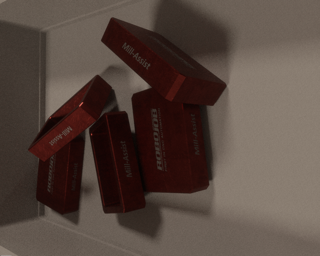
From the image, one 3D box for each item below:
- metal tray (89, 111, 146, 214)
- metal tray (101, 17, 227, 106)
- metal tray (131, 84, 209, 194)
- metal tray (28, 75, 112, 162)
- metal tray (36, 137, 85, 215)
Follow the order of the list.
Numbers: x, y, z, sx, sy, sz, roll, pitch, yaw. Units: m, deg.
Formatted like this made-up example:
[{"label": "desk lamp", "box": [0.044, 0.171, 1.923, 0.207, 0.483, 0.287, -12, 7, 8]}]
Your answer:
[{"label": "metal tray", "box": [-0.063, 0.051, 0.432, 0.090, 0.030, 0.129, -30, 70, 59]}, {"label": "metal tray", "box": [0.004, -0.076, 0.359, 0.130, 0.091, 0.030, 45, 117, 30]}, {"label": "metal tray", "box": [0.010, 0.013, 0.385, 0.090, 0.030, 0.129, -11, 84, 46]}, {"label": "metal tray", "box": [-0.134, -0.015, 0.466, 0.130, 0.030, 0.090, -34, 26, 26]}, {"label": "metal tray", "box": [-0.178, 0.075, 0.547, 0.090, 0.030, 0.129, 11, 97, 39]}]
